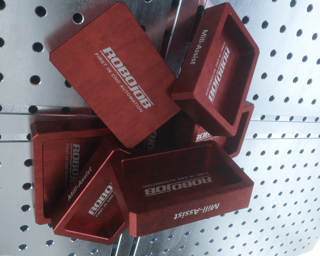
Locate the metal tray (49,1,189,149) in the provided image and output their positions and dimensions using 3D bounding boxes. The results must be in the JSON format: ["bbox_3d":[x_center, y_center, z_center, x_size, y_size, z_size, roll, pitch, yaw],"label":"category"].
[{"bbox_3d":[-0.039,-0.053,0.331,0.090,0.030,0.130,-39,114,-2],"label":"metal tray"}]

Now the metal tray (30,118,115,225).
[{"bbox_3d":[-0.108,0.053,0.382,0.091,0.030,0.129,-5,120,-27],"label":"metal tray"}]

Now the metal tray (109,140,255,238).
[{"bbox_3d":[0.020,0.057,0.331,0.131,0.090,0.030,-9,122,-19],"label":"metal tray"}]

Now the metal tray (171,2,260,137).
[{"bbox_3d":[0.070,-0.066,0.361,0.090,0.030,0.130,38,64,-38],"label":"metal tray"}]

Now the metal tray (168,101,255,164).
[{"bbox_3d":[0.072,0.011,0.430,0.131,0.030,0.089,-16,127,-40],"label":"metal tray"}]

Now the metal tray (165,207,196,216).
[{"bbox_3d":[0.040,0.098,0.447,0.090,0.030,0.130,-26,161,-12],"label":"metal tray"}]

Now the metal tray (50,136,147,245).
[{"bbox_3d":[-0.062,0.082,0.385,0.090,0.030,0.130,30,102,-38],"label":"metal tray"}]

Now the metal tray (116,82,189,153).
[{"bbox_3d":[-0.011,0.007,0.405,0.091,0.030,0.129,-6,119,-28],"label":"metal tray"}]
